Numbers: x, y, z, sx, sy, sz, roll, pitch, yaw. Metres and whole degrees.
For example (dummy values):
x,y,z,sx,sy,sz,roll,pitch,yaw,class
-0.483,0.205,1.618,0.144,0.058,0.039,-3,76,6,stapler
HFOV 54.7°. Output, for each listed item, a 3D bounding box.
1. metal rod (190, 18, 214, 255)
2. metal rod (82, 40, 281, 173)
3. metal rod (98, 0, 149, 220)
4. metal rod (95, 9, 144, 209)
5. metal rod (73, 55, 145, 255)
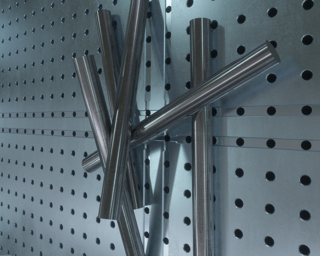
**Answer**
x,y,z,sx,sy,sz,roll,pitch,yaw,class
0.050,0.022,0.366,0.025,0.025,0.298,-1,89,39,metal rod
0.000,-0.008,0.373,0.299,0.025,0.025,-31,71,35,metal rod
-0.042,-0.040,0.391,0.025,0.025,0.299,-7,70,39,metal rod
-0.062,-0.032,0.457,0.025,0.025,0.298,-17,79,38,metal rod
-0.060,0.057,0.401,0.025,0.025,0.298,-2,106,40,metal rod
